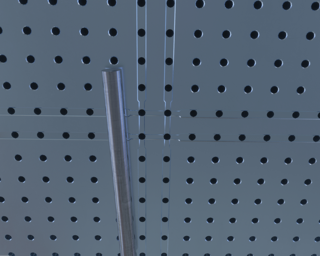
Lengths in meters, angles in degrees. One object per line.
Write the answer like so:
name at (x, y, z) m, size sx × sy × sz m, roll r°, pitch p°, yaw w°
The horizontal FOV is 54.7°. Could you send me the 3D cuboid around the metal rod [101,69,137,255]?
metal rod at (-0.055, 0.067, 0.437) m, size 0.025 × 0.025 × 0.298 m, roll -2°, pitch 110°, yaw 0°
